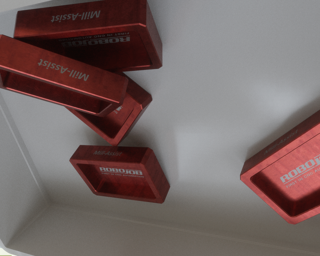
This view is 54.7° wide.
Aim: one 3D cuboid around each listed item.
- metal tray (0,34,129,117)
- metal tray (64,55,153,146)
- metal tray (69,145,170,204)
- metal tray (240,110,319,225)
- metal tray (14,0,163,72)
[{"bbox_3d":[-0.111,-0.050,0.342,0.131,0.030,0.090,16,166,-21],"label":"metal tray"},{"bbox_3d":[-0.086,-0.046,0.419,0.130,0.030,0.089,39,129,1],"label":"metal tray"},{"bbox_3d":[-0.060,0.068,0.463,0.130,0.030,0.090,0,133,28],"label":"metal tray"},{"bbox_3d":[0.167,0.046,0.345,0.090,0.030,0.129,42,129,-2],"label":"metal tray"},{"bbox_3d":[-0.069,-0.090,0.326,0.131,0.090,0.030,-3,74,10],"label":"metal tray"}]
